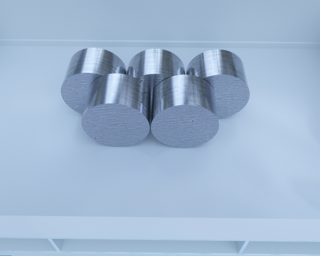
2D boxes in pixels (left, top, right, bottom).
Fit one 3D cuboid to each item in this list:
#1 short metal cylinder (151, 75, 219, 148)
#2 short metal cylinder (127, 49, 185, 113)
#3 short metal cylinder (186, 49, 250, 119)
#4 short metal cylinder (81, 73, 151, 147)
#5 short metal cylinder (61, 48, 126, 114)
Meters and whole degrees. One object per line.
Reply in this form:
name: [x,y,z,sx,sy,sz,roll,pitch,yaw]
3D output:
short metal cylinder: [0.030,-0.019,0.383,0.080,0.080,0.050,1,50,0]
short metal cylinder: [-0.006,-0.058,0.416,0.080,0.080,0.050,1,50,0]
short metal cylinder: [0.075,-0.057,0.416,0.080,0.080,0.050,1,50,1]
short metal cylinder: [-0.052,-0.021,0.384,0.080,0.080,0.050,1,50,0]
short metal cylinder: [-0.087,-0.060,0.417,0.080,0.080,0.050,1,50,0]
